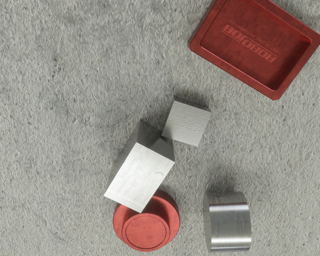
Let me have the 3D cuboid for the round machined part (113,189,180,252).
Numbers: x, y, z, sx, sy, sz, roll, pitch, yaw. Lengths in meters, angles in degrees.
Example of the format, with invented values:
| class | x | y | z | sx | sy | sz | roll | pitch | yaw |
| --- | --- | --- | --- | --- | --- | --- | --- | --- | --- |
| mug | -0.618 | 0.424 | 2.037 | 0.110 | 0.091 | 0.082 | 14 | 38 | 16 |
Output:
| class | x | y | z | sx | sy | sz | roll | pitch | yaw |
| --- | --- | --- | --- | --- | --- | --- | --- | --- | --- |
| round machined part | -0.020 | 0.140 | 0.452 | 0.099 | 0.042 | 0.097 | 0 | 110 | -1 |

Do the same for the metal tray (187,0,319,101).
| class | x | y | z | sx | sy | sz | roll | pitch | yaw |
| --- | --- | --- | --- | --- | --- | --- | --- | --- | --- |
| metal tray | 0.111 | -0.103 | 0.370 | 0.131 | 0.030 | 0.090 | 29 | 107 | -11 |

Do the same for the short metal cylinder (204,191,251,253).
| class | x | y | z | sx | sy | sz | roll | pitch | yaw |
| --- | --- | --- | --- | --- | --- | --- | --- | --- | --- |
| short metal cylinder | 0.090 | 0.129 | 0.430 | 0.050 | 0.080 | 0.079 | -2 | 110 | 0 |

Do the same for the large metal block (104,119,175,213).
| class | x | y | z | sx | sy | sz | roll | pitch | yaw |
| --- | --- | --- | --- | --- | --- | --- | --- | --- | --- |
| large metal block | -0.025 | 0.046 | 0.397 | 0.050 | 0.080 | 0.080 | 29 | 107 | -11 |

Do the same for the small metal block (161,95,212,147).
| class | x | y | z | sx | sy | sz | roll | pitch | yaw |
| --- | --- | --- | --- | --- | --- | --- | --- | --- | --- |
| small metal block | 0.034 | -0.009 | 0.407 | 0.050 | 0.025 | 0.050 | 18 | 109 | -7 |
